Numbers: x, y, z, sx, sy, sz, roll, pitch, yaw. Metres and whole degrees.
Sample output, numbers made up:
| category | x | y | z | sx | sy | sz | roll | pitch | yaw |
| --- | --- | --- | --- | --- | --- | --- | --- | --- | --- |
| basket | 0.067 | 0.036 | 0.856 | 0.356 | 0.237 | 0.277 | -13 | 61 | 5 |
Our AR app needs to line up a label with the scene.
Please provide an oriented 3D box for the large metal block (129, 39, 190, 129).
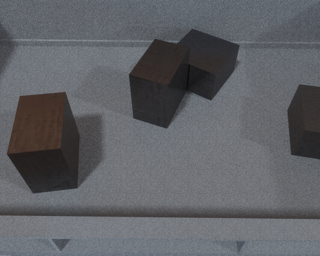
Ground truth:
| category | x | y | z | sx | sy | sz | roll | pitch | yaw |
| --- | --- | --- | --- | --- | --- | --- | --- | --- | --- |
| large metal block | 0.001 | -0.060 | 0.420 | 0.050 | 0.080 | 0.080 | 17 | 52 | 14 |

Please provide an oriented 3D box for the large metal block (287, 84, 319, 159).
| category | x | y | z | sx | sy | sz | roll | pitch | yaw |
| --- | --- | --- | --- | --- | --- | --- | --- | --- | --- |
| large metal block | 0.214 | -0.006 | 0.395 | 0.080 | 0.050 | 0.080 | 9 | 51 | 7 |

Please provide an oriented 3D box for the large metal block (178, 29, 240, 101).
| category | x | y | z | sx | sy | sz | roll | pitch | yaw |
| --- | --- | --- | --- | --- | --- | --- | --- | --- | --- |
| large metal block | 0.063 | -0.098 | 0.472 | 0.080 | 0.050 | 0.080 | 26 | 55 | 20 |

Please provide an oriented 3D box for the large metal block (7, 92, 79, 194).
| category | x | y | z | sx | sy | sz | roll | pitch | yaw |
| --- | --- | --- | --- | --- | --- | --- | --- | --- | --- |
| large metal block | -0.127 | 0.017 | 0.354 | 0.050 | 0.080 | 0.080 | -6 | 50 | -5 |
